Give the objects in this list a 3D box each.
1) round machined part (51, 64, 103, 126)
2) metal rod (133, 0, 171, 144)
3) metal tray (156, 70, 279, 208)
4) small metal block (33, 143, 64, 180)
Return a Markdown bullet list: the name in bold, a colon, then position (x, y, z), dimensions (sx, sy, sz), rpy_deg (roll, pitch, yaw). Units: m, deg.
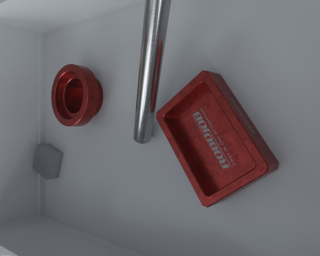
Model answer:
- **round machined part**: position (-0.130, -0.051, 0.500), dimensions (0.098, 0.042, 0.097), rpy_deg (0, 90, 39)
- **metal rod**: position (-0.007, -0.094, 0.325), dimensions (0.025, 0.025, 0.298), rpy_deg (44, 143, 31)
- **metal tray**: position (0.059, 0.012, 0.353), dimensions (0.090, 0.030, 0.130), rpy_deg (-41, 65, 32)
- **small metal block**: position (-0.208, 0.061, 0.575), dimensions (0.050, 0.025, 0.050), rpy_deg (24, 105, 37)
